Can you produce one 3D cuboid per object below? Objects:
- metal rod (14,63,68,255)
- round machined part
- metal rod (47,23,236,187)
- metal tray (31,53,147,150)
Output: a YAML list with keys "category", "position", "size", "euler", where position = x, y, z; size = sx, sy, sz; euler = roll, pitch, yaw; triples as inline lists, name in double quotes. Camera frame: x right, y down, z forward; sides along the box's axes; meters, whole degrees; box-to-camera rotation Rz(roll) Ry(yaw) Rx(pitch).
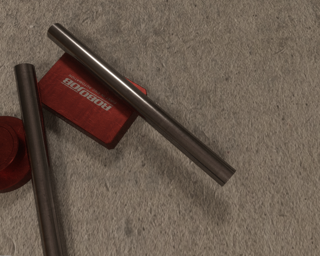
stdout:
- category: "metal rod"
  position: [-0.137, 0.064, 0.364]
  size: [0.025, 0.025, 0.299]
  euler: [-13, 77, -5]
- category: "round machined part"
  position: [-0.203, 0.029, 0.386]
  size: [0.099, 0.042, 0.098]
  euler: [0, 70, -1]
- category: "metal rod"
  position: [-0.032, -0.037, 0.388]
  size: [0.300, 0.025, 0.025]
  euler: [40, 75, 13]
- category: "metal tray"
  position: [-0.094, -0.042, 0.420]
  size: [0.130, 0.030, 0.090]
  euler: [31, 73, 10]
